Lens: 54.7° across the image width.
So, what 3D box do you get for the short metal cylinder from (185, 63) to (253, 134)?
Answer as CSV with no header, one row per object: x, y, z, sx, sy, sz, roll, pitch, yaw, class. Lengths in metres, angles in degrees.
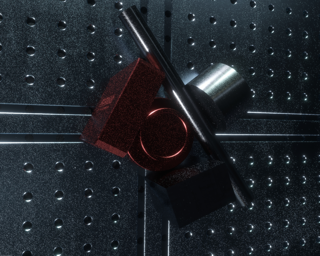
0.075,-0.039,0.411,0.050,0.080,0.080,-39,103,-16,short metal cylinder

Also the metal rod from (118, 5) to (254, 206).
0.041,-0.020,0.406,0.025,0.025,0.299,-37,102,-16,metal rod

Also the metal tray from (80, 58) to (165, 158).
-0.047,-0.020,0.340,0.030,0.130,0.090,29,80,-18,metal tray

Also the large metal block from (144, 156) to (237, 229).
0.036,0.077,0.398,0.081,0.080,0.050,-20,97,-19,large metal block

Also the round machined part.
0.001,0.009,0.405,0.099,0.042,0.097,0,90,-21,round machined part
